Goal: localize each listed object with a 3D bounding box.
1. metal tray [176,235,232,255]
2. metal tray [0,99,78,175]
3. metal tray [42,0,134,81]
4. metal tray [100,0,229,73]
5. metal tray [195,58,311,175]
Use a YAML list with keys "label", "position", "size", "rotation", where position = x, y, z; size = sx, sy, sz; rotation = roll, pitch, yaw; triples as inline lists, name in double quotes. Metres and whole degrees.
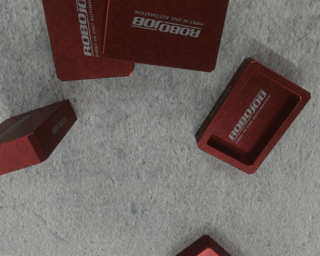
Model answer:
- label: "metal tray"
  position: [0.084, 0.242, 0.497]
  size: [0.090, 0.030, 0.130]
  rotation: [-42, 106, 13]
- label: "metal tray"
  position: [-0.157, 0.010, 0.355]
  size: [0.090, 0.130, 0.030]
  rotation: [-17, 109, 6]
- label: "metal tray"
  position: [-0.082, -0.124, 0.360]
  size: [0.091, 0.030, 0.129]
  rotation: [-4, 110, 1]
- label: "metal tray"
  position: [0.005, -0.115, 0.344]
  size: [0.131, 0.030, 0.089]
  rotation: [4, 107, -18]
- label: "metal tray"
  position: [0.117, -0.013, 0.403]
  size: [0.090, 0.030, 0.129]
  rotation: [28, 107, -10]
